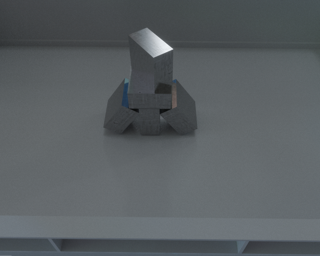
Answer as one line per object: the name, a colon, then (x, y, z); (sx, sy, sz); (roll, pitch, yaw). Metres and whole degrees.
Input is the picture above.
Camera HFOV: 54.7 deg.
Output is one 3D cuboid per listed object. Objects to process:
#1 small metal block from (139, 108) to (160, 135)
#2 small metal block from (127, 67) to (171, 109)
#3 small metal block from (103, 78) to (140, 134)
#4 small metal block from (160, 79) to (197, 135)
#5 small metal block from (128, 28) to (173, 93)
small metal block: (-0.013, -0.026, 0.408); (0.025, 0.050, 0.050); (1, 50, 1)
small metal block: (-0.012, -0.050, 0.379); (0.050, 0.025, 0.050); (1, 50, 0)
small metal block: (-0.049, -0.028, 0.406); (0.025, 0.050, 0.050); (24, 45, -25)
small metal block: (0.024, -0.027, 0.406); (0.025, 0.050, 0.050); (-23, 44, 26)
small metal block: (-0.010, -0.077, 0.353); (0.025, 0.050, 0.050); (-29, 56, -21)
